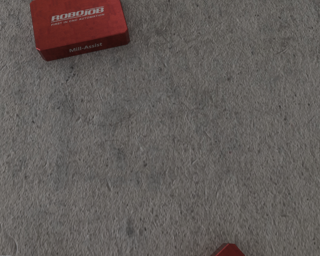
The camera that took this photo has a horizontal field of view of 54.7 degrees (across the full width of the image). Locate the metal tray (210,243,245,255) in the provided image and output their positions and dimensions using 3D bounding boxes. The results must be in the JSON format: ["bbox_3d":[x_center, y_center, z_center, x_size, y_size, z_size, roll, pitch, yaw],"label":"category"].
[{"bbox_3d":[0.059,0.201,0.332,0.130,0.030,0.090,-38,75,-13],"label":"metal tray"}]

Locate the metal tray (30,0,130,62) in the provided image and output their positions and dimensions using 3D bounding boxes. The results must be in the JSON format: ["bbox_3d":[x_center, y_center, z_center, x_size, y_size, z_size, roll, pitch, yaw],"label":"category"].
[{"bbox_3d":[-0.119,-0.157,0.462,0.131,0.030,0.090,-14,71,-5],"label":"metal tray"}]
